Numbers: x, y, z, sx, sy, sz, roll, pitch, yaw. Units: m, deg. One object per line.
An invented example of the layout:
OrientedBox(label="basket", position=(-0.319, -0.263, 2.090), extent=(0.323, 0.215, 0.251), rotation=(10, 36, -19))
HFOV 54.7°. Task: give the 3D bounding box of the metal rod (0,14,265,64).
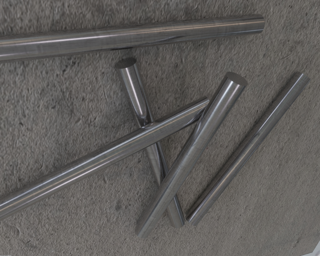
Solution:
OrientedBox(label="metal rod", position=(-0.013, -0.101, 0.336), extent=(0.302, 0.025, 0.025), rotation=(-13, 124, -22))

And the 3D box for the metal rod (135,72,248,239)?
OrientedBox(label="metal rod", position=(0.026, 0.057, 0.407), extent=(0.025, 0.025, 0.298), rotation=(2, 132, -30))

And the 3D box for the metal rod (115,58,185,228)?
OrientedBox(label="metal rod", position=(-0.004, 0.043, 0.431), extent=(0.025, 0.025, 0.299), rotation=(-26, 128, -12))

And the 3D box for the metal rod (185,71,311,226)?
OrientedBox(label="metal rod", position=(0.138, 0.040, 0.506), extent=(0.025, 0.025, 0.299), rotation=(26, 104, -37))

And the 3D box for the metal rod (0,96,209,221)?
OrientedBox(label="metal rod", position=(-0.075, 0.039, 0.367), extent=(0.301, 0.025, 0.025), rotation=(-27, 128, -3))
